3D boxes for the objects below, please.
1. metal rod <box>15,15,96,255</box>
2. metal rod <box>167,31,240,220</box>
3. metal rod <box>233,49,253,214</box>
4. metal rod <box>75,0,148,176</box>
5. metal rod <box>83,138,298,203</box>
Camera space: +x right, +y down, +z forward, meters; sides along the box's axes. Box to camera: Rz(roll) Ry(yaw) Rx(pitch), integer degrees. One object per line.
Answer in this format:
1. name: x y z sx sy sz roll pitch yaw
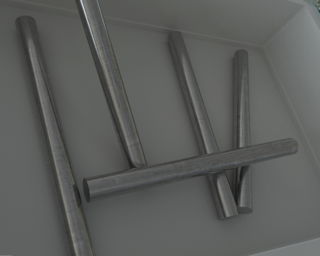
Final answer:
1. metal rod: -0.121 -0.004 0.342 0.025 0.025 0.299 -7 66 -32
2. metal rod: 0.056 -0.020 0.449 0.025 0.025 0.299 1 61 -28
3. metal rod: 0.128 -0.015 0.485 0.025 0.025 0.300 22 53 -16
4. metal rod: -0.066 -0.089 0.348 0.025 0.025 0.298 -21 97 -36
5. metal rod: 0.059 0.044 0.380 0.303 0.025 0.025 -8 66 -28
